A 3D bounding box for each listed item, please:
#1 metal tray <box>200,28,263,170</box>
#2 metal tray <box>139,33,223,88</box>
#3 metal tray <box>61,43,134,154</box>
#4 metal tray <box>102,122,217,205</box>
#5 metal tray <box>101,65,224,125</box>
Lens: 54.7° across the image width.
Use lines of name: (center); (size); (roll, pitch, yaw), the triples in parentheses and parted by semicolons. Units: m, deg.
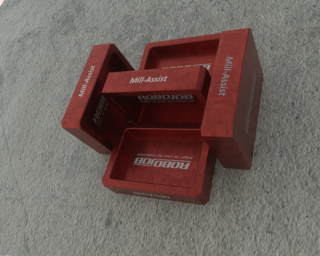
metal tray: (0.084, -0.030, 0.338); (0.030, 0.090, 0.130); (1, 62, 29)
metal tray: (0.033, -0.082, 0.436); (0.130, 0.030, 0.090); (1, 65, 28)
metal tray: (-0.074, -0.039, 0.426); (0.030, 0.090, 0.130); (1, 63, 29)
metal tray: (0.001, 0.039, 0.379); (0.130, 0.030, 0.090); (1, 61, 28)
metal tray: (0.006, -0.034, 0.383); (0.130, 0.090, 0.030); (1, 64, 29)
